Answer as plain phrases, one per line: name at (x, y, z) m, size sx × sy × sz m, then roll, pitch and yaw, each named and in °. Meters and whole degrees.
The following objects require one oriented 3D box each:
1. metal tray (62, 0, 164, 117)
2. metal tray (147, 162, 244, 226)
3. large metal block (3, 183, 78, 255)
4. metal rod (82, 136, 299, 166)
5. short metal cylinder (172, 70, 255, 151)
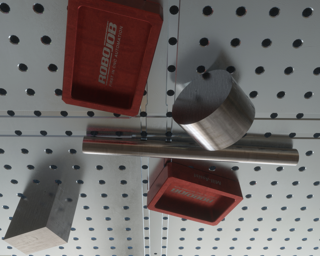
metal tray at (-0.055, -0.078, 0.341) m, size 0.091 × 0.030 × 0.129 m, roll 11°, pitch 129°, yaw -10°
metal tray at (0.055, 0.110, 0.502) m, size 0.131 × 0.030 × 0.089 m, roll 19°, pitch 128°, yaw -16°
large metal block at (-0.188, 0.146, 0.498) m, size 0.080 × 0.080 × 0.050 m, roll -21°, pitch 127°, yaw 16°
metal rod at (0.045, 0.033, 0.439) m, size 0.302 × 0.025 × 0.025 m, roll 4°, pitch 130°, yaw -4°
short metal cylinder at (0.061, -0.021, 0.358) m, size 0.080 × 0.080 × 0.050 m, roll -31°, pitch 124°, yaw 24°
